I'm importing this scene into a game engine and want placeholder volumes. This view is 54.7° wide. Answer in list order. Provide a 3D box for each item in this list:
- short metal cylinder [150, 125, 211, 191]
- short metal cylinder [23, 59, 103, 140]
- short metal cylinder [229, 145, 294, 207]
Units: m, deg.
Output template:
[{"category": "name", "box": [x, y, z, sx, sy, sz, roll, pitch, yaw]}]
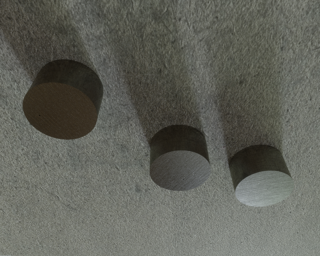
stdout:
[{"category": "short metal cylinder", "box": [0.027, 0.042, 0.426, 0.081, 0.050, 0.079, 0, 130, 0]}, {"category": "short metal cylinder", "box": [-0.110, -0.033, 0.362, 0.081, 0.050, 0.079, 0, 130, 0]}, {"category": "short metal cylinder", "box": [0.146, 0.070, 0.452, 0.081, 0.050, 0.079, 0, 130, 0]}]
